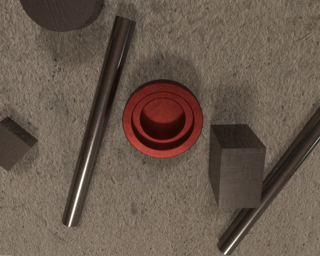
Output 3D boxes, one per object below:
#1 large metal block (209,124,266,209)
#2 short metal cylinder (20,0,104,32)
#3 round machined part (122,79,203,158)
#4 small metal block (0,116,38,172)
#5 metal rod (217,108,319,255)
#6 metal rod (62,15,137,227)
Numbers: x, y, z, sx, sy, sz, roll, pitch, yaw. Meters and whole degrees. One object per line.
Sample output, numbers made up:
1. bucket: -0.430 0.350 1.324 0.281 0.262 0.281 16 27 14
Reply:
1. large metal block: 0.095 0.046 0.399 0.050 0.080 0.079 -1 110 0
2. short metal cylinder: -0.106 -0.148 0.340 0.081 0.050 0.079 0 110 -1
3. round machined part: 0.003 -0.015 0.395 0.099 0.042 0.097 0 110 -1
4. small metal block: -0.204 0.021 0.415 0.050 0.025 0.050 -43 105 14
5. metal rod: 0.171 0.065 0.436 0.025 0.025 0.298 27 108 -10
6. metal rod: -0.086 0.005 0.410 0.025 0.025 0.298 17 109 -7
